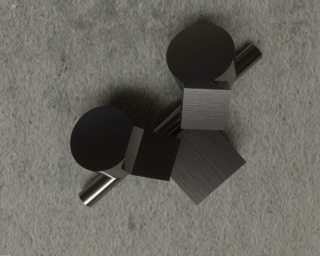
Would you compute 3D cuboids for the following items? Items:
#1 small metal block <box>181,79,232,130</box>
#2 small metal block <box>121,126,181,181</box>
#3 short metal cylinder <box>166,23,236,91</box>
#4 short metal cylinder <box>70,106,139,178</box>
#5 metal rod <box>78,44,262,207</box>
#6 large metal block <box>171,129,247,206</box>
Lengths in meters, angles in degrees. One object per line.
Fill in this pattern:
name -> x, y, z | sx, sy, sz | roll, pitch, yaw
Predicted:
small metal block -> 0.050, -0.026, 0.349 | 0.050, 0.025, 0.050 | 2, 121, -1
small metal block -> -0.010, 0.029, 0.349 | 0.050, 0.025, 0.050 | 16, 90, -33
short metal cylinder -> 0.053, -0.081, 0.384 | 0.080, 0.050, 0.080 | -5, 71, 14
short metal cylinder -> -0.062, 0.018, 0.384 | 0.080, 0.050, 0.080 | -5, 71, 14
metal rod -> 0.014, -0.003, 0.411 | 0.300, 0.025, 0.025 | -41, 91, -1
large metal block -> 0.048, 0.037, 0.398 | 0.080, 0.050, 0.080 | -41, 91, 0
